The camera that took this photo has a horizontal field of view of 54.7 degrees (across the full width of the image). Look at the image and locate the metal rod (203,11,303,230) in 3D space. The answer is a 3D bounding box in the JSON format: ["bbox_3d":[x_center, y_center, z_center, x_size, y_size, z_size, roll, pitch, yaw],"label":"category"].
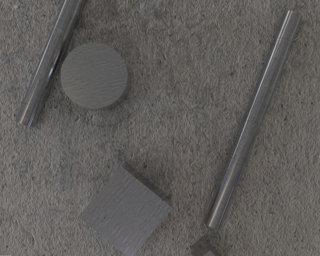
[{"bbox_3d":[0.123,-0.010,0.411,0.025,0.025,0.299,21,90,0],"label":"metal rod"}]

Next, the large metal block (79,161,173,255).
[{"bbox_3d":[-0.041,0.102,0.397,0.080,0.050,0.080,40,90,0],"label":"large metal block"}]

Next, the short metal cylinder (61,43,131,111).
[{"bbox_3d":[-0.079,-0.063,0.397,0.081,0.050,0.080,0,90,0],"label":"short metal cylinder"}]

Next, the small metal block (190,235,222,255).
[{"bbox_3d":[0.067,0.174,0.398,0.025,0.050,0.050,-40,90,0],"label":"small metal block"}]

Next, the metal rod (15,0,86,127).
[{"bbox_3d":[-0.122,-0.144,0.408,0.025,0.025,0.299,22,90,0],"label":"metal rod"}]
